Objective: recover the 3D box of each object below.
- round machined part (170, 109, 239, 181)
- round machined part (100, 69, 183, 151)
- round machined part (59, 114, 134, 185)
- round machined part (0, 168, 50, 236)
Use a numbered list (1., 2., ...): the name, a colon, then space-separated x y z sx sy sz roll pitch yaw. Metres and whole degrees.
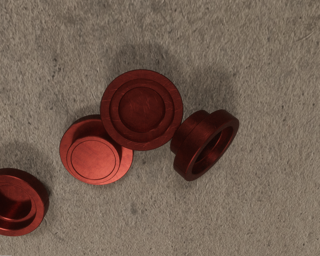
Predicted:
1. round machined part: 0.051 0.016 0.388 0.042 0.099 0.097 41 109 26
2. round machined part: -0.023 -0.024 0.386 0.099 0.042 0.097 -1 100 -5
3. round machined part: -0.085 0.034 0.412 0.099 0.042 0.097 0 110 -1
4. round machined part: -0.205 0.099 0.434 0.099 0.042 0.097 0 110 -1
